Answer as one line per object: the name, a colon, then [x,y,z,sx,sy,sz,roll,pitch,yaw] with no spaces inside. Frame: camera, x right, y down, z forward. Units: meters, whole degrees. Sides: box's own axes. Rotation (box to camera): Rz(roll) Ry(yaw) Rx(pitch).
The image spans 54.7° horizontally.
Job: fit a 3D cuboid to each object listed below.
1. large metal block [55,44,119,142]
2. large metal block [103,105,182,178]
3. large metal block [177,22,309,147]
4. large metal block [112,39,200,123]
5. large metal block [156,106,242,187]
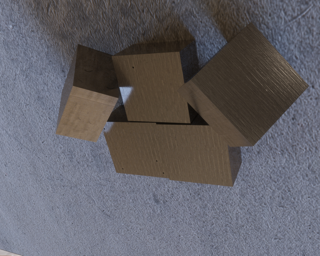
large metal block: [-0.090,-0.042,0.384,0.050,0.080,0.079,14,133,-23]
large metal block: [-0.022,0.016,0.411,0.080,0.050,0.079,1,119,27]
large metal block: [0.077,-0.038,0.300,0.080,0.080,0.050,46,169,-4]
large metal block: [0.001,-0.054,0.358,0.080,0.050,0.079,3,120,26]
large metal block: [0.050,0.020,0.375,0.080,0.050,0.079,1,119,27]
